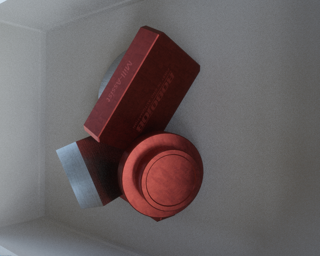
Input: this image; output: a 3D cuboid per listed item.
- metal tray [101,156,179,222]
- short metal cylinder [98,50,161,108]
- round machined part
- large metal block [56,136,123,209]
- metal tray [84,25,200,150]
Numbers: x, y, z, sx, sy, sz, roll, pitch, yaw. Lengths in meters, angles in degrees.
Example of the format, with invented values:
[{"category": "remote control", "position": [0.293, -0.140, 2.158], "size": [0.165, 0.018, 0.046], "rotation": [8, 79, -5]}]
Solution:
[{"category": "metal tray", "position": [-0.028, 0.055, 0.422], "size": [0.130, 0.030, 0.089], "rotation": [22, 104, 37]}, {"category": "short metal cylinder", "position": [-0.034, -0.053, 0.395], "size": [0.080, 0.050, 0.080], "rotation": [-30, 46, 37]}, {"category": "round machined part", "position": [0.005, 0.054, 0.347], "size": [0.042, 0.099, 0.097], "rotation": [-165, 79, -69]}, {"category": "large metal block", "position": [-0.071, 0.046, 0.395], "size": [0.050, 0.081, 0.080], "rotation": [-20, 93, 44]}, {"category": "metal tray", "position": [-0.017, -0.036, 0.354], "size": [0.030, 0.090, 0.130], "rotation": [34, 95, 38]}]
